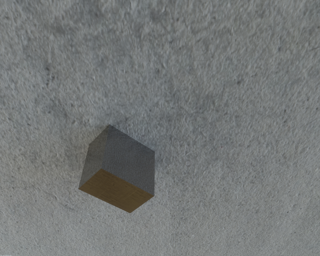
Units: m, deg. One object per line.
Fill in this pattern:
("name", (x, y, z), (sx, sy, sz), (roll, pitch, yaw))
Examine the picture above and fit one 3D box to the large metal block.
("large metal block", (-0.054, 0.055, 0.417), (0.080, 0.080, 0.050), (33, 122, -25))
